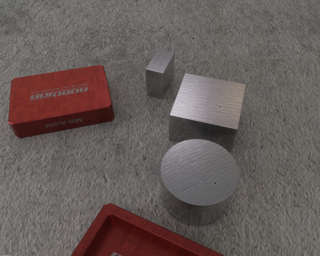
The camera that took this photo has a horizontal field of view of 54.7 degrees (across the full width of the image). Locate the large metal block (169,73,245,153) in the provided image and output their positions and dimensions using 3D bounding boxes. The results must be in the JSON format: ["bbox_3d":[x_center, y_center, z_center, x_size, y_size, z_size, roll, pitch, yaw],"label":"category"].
[{"bbox_3d":[0.062,-0.020,0.405,0.080,0.050,0.080,13,51,10],"label":"large metal block"}]

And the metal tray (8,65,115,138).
[{"bbox_3d":[-0.136,-0.040,0.433,0.131,0.030,0.090,-11,51,-10],"label":"metal tray"}]

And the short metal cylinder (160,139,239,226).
[{"bbox_3d":[0.041,0.059,0.338,0.081,0.050,0.080,0,50,0],"label":"short metal cylinder"}]

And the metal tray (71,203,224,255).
[{"bbox_3d":[-0.016,0.136,0.285,0.130,0.030,0.090,20,53,16],"label":"metal tray"}]

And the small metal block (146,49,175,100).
[{"bbox_3d":[0.001,-0.079,0.453,0.025,0.050,0.050,16,52,13],"label":"small metal block"}]
